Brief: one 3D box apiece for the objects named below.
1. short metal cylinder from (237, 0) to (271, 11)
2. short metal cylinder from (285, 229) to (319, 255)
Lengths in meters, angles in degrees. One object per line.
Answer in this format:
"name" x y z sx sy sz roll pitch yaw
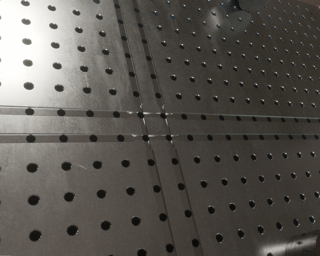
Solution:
"short metal cylinder" 0.202 -0.301 0.669 0.081 0.080 0.050 0 62 -29
"short metal cylinder" 0.213 0.175 0.403 0.081 0.050 0.080 14 56 -21
